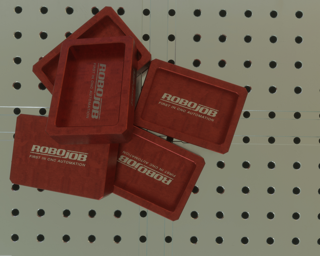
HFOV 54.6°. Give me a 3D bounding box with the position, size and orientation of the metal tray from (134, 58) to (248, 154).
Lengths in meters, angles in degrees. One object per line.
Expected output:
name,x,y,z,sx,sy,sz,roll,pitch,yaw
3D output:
metal tray,0.038,-0.028,0.410,0.131,0.030,0.090,18,91,0

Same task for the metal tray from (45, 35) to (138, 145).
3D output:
metal tray,-0.076,-0.047,0.368,0.090,0.030,0.130,-2,66,7

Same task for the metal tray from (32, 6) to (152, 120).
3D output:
metal tray,-0.087,-0.083,0.409,0.130,0.030,0.090,-39,89,0

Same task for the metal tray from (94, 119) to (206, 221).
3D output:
metal tray,-0.018,0.053,0.410,0.130,0.030,0.090,25,90,0

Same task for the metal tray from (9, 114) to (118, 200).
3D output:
metal tray,-0.121,0.034,0.393,0.130,0.030,0.090,7,91,14
